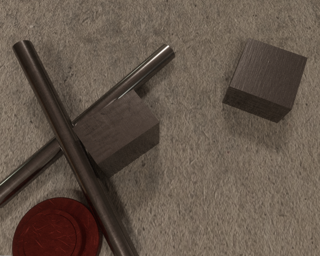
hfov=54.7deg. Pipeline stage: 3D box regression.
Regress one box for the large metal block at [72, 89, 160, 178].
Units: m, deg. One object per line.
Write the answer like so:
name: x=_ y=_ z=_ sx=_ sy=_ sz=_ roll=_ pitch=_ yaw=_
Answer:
large metal block: x=-0.048 y=0.010 z=0.375 sx=0.080 sy=0.080 sz=0.050 roll=-35 pitch=74 yaw=-12

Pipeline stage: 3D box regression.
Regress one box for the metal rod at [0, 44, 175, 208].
metal rod: x=-0.093 y=-0.012 z=0.411 sx=0.025 sy=0.025 sz=0.301 roll=43 pitch=75 yaw=14

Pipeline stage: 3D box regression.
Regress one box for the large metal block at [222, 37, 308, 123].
large metal block: x=0.140 y=-0.064 z=0.420 sx=0.080 sy=0.050 sz=0.080 roll=22 pitch=71 yaw=7

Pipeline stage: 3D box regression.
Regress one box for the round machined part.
round machined part: x=-0.118 y=0.128 z=0.351 sx=0.099 sy=0.042 sz=0.098 roll=0 pitch=70 yaw=-1

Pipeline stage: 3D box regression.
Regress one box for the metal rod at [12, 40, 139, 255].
metal rod: x=-0.105 y=0.025 z=0.373 sx=0.025 sy=0.025 sz=0.299 roll=-27 pitch=81 yaw=-10
